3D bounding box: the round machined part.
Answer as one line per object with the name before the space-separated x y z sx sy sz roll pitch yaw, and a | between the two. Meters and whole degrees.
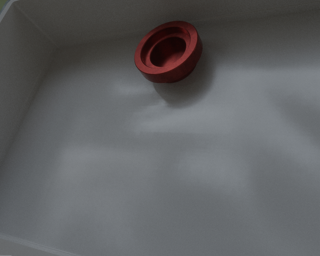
round machined part | 0.016 -0.105 0.452 0.098 0.042 0.098 -13 56 21
